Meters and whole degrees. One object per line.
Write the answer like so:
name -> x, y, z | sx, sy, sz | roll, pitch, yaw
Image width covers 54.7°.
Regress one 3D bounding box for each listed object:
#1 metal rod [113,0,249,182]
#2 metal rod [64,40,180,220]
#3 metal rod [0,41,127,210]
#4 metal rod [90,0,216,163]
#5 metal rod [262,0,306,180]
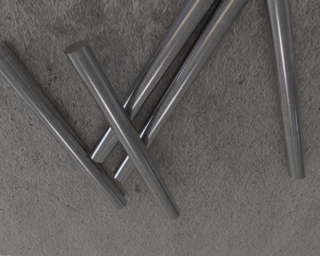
metal rod -> 0.009, -0.031, 0.380 | 0.025, 0.025, 0.298 | 21, 127, -17
metal rod -> -0.031, 0.027, 0.395 | 0.025, 0.025, 0.299 | -16, 129, 13
metal rod -> -0.122, 0.020, 0.422 | 0.025, 0.025, 0.299 | -17, 128, 14
metal rod -> -0.012, -0.059, 0.356 | 0.025, 0.025, 0.298 | 24, 126, -19
metal rod -> 0.155, -0.038, 0.375 | 0.025, 0.025, 0.299 | -16, 129, 13
